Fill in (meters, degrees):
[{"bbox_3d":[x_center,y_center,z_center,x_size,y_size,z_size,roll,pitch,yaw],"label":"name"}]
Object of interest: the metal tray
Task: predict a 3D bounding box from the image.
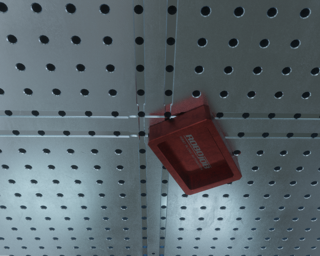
[{"bbox_3d":[0.052,0.037,0.440,0.090,0.030,0.130,-22,127,17],"label":"metal tray"}]
